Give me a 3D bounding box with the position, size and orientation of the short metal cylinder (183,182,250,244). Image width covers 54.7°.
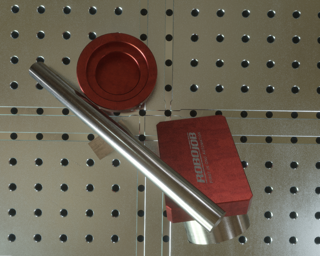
[{"bbox_3d":[0.066,0.103,0.387,0.080,0.080,0.050,-17,91,0],"label":"short metal cylinder"}]

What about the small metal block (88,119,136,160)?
[{"bbox_3d":[-0.060,0.014,0.400,0.050,0.050,0.025,-36,90,0],"label":"small metal block"}]

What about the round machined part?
[{"bbox_3d":[-0.054,-0.068,0.400,0.099,0.042,0.097,1,85,-6],"label":"round machined part"}]

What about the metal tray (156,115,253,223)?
[{"bbox_3d":[0.047,0.043,0.370,0.091,0.130,0.030,-7,135,-1],"label":"metal tray"}]

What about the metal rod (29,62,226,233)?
[{"bbox_3d":[-0.054,0.006,0.352,0.300,0.025,0.025,37,90,24],"label":"metal rod"}]
